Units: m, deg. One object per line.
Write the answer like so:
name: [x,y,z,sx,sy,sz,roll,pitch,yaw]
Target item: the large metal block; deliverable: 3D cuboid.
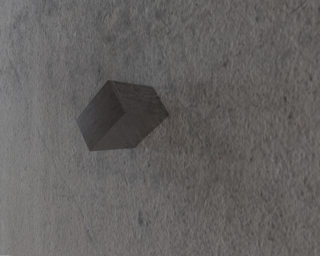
large metal block: [-0.050,-0.014,0.411,0.080,0.081,0.050,-43,64,31]
